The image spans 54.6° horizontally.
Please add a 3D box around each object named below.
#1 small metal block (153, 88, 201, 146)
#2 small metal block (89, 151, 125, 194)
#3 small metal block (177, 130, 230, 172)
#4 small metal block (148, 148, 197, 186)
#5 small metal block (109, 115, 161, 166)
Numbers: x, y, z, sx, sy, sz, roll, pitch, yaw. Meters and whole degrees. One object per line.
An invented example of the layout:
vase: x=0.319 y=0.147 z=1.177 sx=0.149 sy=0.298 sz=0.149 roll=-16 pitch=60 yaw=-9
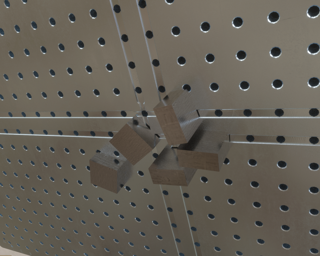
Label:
small metal block: x=0.022 y=-0.014 z=0.375 sx=0.025 sy=0.050 sz=0.050 roll=-11 pitch=113 yaw=33
small metal block: x=-0.085 y=0.072 z=0.501 sx=0.050 sy=0.025 sz=0.050 roll=18 pitch=126 yaw=18
small metal block: x=0.055 y=0.026 z=0.383 sx=0.050 sy=0.050 sz=0.025 roll=5 pitch=120 yaw=26
small metal block: x=0.020 y=0.051 z=0.417 sx=0.050 sy=0.050 sz=0.025 roll=-1 pitch=118 yaw=29
small metal block: x=-0.036 y=0.018 z=0.442 sx=0.050 sy=0.025 sz=0.050 roll=45 pitch=129 yaw=-4
